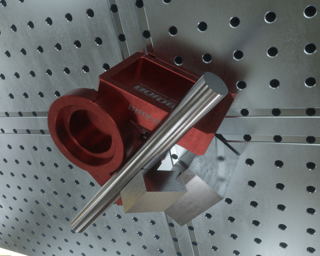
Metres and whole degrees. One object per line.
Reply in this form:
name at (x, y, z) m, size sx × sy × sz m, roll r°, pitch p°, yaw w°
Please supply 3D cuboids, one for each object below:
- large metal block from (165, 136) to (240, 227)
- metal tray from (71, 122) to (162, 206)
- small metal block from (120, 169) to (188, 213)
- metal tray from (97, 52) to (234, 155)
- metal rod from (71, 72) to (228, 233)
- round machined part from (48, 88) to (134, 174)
large metal block at (0.045, 0.063, 0.386) m, size 0.050 × 0.080 × 0.080 m, roll 41°, pitch 129°, yaw -1°
metal tray at (-0.064, 0.027, 0.417) m, size 0.030 × 0.090 × 0.130 m, roll -33°, pitch 101°, yaw 38°
small metal block at (-0.008, 0.069, 0.335) m, size 0.050 × 0.050 × 0.025 m, roll -50°, pitch 45°, yaw 39°
metal tray at (0.008, -0.033, 0.343) m, size 0.130 × 0.090 × 0.030 m, roll 28°, pitch 129°, yaw 10°
metal rod at (-0.034, 0.050, 0.341) m, size 0.025 × 0.025 × 0.298 m, roll 42°, pitch 129°, yaw -1°
round machined part at (-0.072, 0.000, 0.347) m, size 0.098 × 0.042 × 0.097 m, roll 13°, pitch 124°, yaw 20°
